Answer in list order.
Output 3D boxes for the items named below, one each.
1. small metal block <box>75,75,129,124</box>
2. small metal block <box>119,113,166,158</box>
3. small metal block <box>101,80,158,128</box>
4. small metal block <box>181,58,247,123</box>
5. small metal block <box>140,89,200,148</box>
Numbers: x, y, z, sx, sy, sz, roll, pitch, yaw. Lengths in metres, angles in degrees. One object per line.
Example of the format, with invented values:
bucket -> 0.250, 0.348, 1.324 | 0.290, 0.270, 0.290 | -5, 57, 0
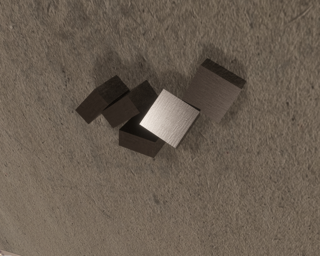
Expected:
small metal block -> -0.075, -0.037, 0.405 | 0.025, 0.050, 0.050 | 49, 128, -6
small metal block -> -0.019, 0.007, 0.404 | 0.050, 0.050, 0.025 | 18, 127, 17
small metal block -> -0.038, -0.030, 0.390 | 0.050, 0.050, 0.025 | -27, 104, 37
small metal block -> 0.060, -0.042, 0.349 | 0.050, 0.025, 0.050 | 32, 128, 6
small metal block -> 0.013, -0.010, 0.368 | 0.050, 0.025, 0.050 | 34, 89, 10
